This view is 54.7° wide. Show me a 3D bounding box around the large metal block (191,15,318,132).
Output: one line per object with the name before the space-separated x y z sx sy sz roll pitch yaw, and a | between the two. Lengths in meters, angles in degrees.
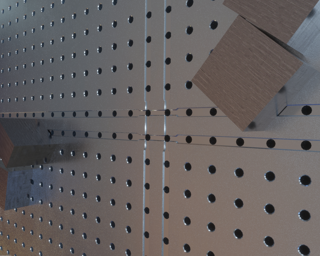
large metal block | 0.093 -0.053 0.315 0.080 0.050 0.080 50 119 28

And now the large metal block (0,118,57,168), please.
large metal block | -0.255 0.026 0.580 0.080 0.081 0.050 45 117 30

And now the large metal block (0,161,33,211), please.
large metal block | -0.314 0.116 0.648 0.080 0.050 0.079 15 99 38

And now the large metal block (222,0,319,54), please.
large metal block | 0.122 -0.129 0.292 0.080 0.050 0.080 47 118 29
